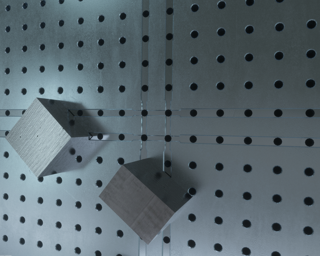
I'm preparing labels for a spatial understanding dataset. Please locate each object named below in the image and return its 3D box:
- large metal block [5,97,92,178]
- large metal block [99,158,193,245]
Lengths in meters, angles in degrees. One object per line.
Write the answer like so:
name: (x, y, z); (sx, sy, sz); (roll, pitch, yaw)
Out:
large metal block: (-0.164, 0.013, 0.455); (0.080, 0.050, 0.080); (46, 104, 14)
large metal block: (-0.015, 0.086, 0.388); (0.080, 0.080, 0.050); (40, 103, 15)
